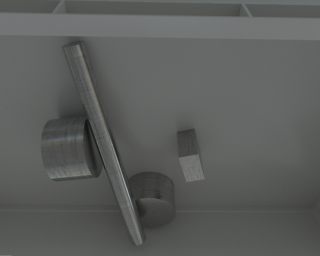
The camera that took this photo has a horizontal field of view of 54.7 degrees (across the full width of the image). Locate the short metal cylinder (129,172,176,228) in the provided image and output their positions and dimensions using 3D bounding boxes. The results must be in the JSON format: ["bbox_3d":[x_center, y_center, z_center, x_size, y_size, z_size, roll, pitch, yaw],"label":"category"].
[{"bbox_3d":[-0.016,0.115,0.490,0.081,0.050,0.079,0,130,0],"label":"short metal cylinder"}]

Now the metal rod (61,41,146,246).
[{"bbox_3d":[-0.063,0.039,0.400,0.025,0.025,0.298,-9,118,7],"label":"metal rod"}]

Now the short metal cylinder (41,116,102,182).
[{"bbox_3d":[-0.108,0.026,0.393,0.050,0.080,0.080,-6,130,5],"label":"short metal cylinder"}]

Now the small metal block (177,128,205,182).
[{"bbox_3d":[0.042,0.037,0.425,0.025,0.050,0.050,-12,129,9],"label":"small metal block"}]
